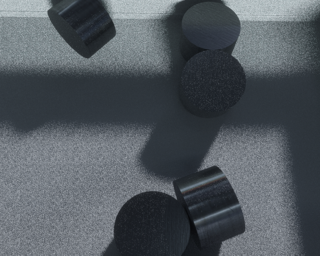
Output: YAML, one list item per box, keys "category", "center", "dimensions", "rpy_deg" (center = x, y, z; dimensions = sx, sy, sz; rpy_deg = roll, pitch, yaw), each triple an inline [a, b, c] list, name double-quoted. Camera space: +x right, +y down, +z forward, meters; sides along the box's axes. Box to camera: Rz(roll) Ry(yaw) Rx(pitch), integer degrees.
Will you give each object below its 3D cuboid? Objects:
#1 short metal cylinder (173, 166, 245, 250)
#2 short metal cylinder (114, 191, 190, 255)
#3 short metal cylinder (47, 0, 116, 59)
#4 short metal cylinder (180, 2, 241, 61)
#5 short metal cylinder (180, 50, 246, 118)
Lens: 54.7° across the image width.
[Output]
- category: "short metal cylinder"
  center: [0.053, 0.089, 0.349]
  dimensions: [0.050, 0.080, 0.080]
  rpy_deg: [-20, 72, -7]
- category: "short metal cylinder"
  center: [-0.007, 0.117, 0.348]
  dimensions: [0.080, 0.050, 0.080]
  rpy_deg: [-1, 63, 3]
- category: "short metal cylinder"
  center: [-0.108, -0.145, 0.432]
  dimensions: [0.080, 0.080, 0.050]
  rpy_deg: [41, 75, 13]
- category: "short metal cylinder"
  center: [0.070, -0.132, 0.446]
  dimensions: [0.081, 0.050, 0.080]
  rpy_deg: [0, 70, 0]
- category: "short metal cylinder"
  center: [0.067, -0.056, 0.410]
  dimensions: [0.081, 0.050, 0.080]
  rpy_deg: [0, 82, 0]
